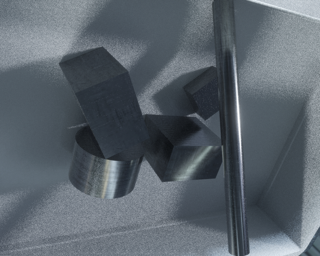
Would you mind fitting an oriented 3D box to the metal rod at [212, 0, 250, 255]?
[{"bbox_3d":[0.085,0.001,0.368,0.025,0.025,0.298,-5,93,-26],"label":"metal rod"}]

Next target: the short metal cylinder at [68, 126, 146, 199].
[{"bbox_3d":[-0.062,0.037,0.363,0.081,0.080,0.050,2,117,-30],"label":"short metal cylinder"}]

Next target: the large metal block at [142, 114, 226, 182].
[{"bbox_3d":[0.027,0.024,0.404,0.081,0.080,0.050,2,118,-30],"label":"large metal block"}]

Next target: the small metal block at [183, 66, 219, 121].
[{"bbox_3d":[0.066,-0.047,0.418,0.050,0.025,0.050,-36,130,-4],"label":"small metal block"}]

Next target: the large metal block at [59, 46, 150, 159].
[{"bbox_3d":[-0.059,-0.029,0.324,0.050,0.080,0.080,-26,128,-13],"label":"large metal block"}]
